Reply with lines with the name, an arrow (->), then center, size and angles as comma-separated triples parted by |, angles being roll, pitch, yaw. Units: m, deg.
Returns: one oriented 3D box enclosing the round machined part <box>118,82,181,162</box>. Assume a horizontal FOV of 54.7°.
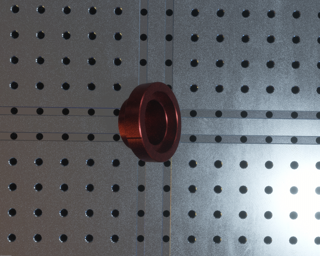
round machined part -> -0.015, -0.006, 0.385 | 0.042, 0.099, 0.097 | -2, 90, 31
